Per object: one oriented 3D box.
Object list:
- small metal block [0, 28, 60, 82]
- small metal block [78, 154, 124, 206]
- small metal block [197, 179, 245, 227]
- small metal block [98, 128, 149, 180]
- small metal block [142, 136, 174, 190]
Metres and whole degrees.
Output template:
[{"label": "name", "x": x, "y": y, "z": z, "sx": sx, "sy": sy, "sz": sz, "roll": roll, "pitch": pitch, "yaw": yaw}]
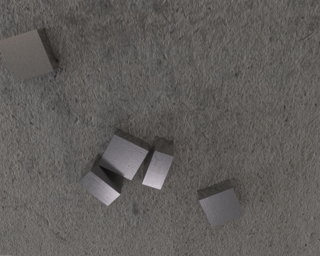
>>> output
[{"label": "small metal block", "x": -0.158, "y": -0.088, "z": 0.376, "sx": 0.050, "sy": 0.025, "sz": 0.050, "roll": -15, "pitch": 110, "yaw": 5}, {"label": "small metal block", "x": -0.078, "y": 0.070, "z": 0.421, "sx": 0.050, "sy": 0.050, "sz": 0.025, "roll": 42, "pitch": 105, "yaw": -14}, {"label": "small metal block", "x": 0.088, "y": 0.109, "z": 0.451, "sx": 0.050, "sy": 0.025, "sz": 0.050, "roll": -23, "pitch": 109, "yaw": 8}, {"label": "small metal block", "x": -0.049, "y": 0.035, "z": 0.422, "sx": 0.050, "sy": 0.025, "sz": 0.050, "roll": 27, "pitch": 108, "yaw": -10}, {"label": "small metal block", "x": -0.003, "y": 0.045, "z": 0.413, "sx": 0.025, "sy": 0.050, "sz": 0.050, "roll": 19, "pitch": 109, "yaw": -7}]
